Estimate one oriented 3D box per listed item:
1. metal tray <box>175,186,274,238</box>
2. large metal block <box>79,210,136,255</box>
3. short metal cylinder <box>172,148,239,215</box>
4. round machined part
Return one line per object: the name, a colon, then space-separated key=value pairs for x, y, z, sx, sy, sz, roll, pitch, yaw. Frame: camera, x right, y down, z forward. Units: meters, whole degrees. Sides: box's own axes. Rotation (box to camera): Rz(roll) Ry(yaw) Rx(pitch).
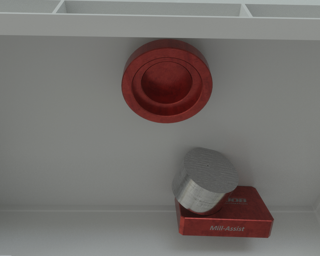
metal tray: x=0.091 y=0.122 z=0.469 sx=0.131 sy=0.090 sz=0.030 roll=3 pitch=111 yaw=-3
large metal block: x=-0.091 y=0.197 z=0.561 sx=0.080 sy=0.050 sz=0.080 roll=-7 pitch=132 yaw=5
short metal cylinder: x=0.063 y=0.074 z=0.437 sx=0.081 sy=0.080 sz=0.050 roll=13 pitch=129 yaw=-11
round machined part: x=0.008 y=-0.055 z=0.351 sx=0.099 sy=0.042 sz=0.097 roll=-1 pitch=130 yaw=0
